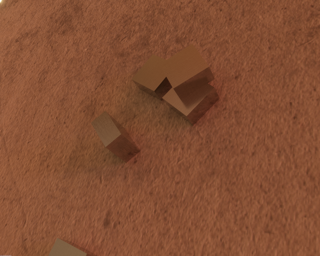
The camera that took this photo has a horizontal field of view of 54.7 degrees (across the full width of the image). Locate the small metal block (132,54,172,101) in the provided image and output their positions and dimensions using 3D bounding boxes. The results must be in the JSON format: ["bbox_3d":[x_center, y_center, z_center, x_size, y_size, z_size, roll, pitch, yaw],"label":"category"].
[{"bbox_3d":[-0.004,-0.074,0.450,0.050,0.025,0.050,32,79,38],"label":"small metal block"}]

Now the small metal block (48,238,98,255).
[{"bbox_3d":[-0.106,0.163,0.358,0.050,0.025,0.050,11,67,32],"label":"small metal block"}]

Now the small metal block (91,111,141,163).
[{"bbox_3d":[-0.058,0.012,0.410,0.025,0.050,0.050,-40,51,1],"label":"small metal block"}]

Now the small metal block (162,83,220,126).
[{"bbox_3d":[0.040,-0.039,0.406,0.050,0.025,0.050,-46,52,-4],"label":"small metal block"}]

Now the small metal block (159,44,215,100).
[{"bbox_3d":[0.034,-0.072,0.398,0.050,0.025,0.050,-31,52,7],"label":"small metal block"}]
